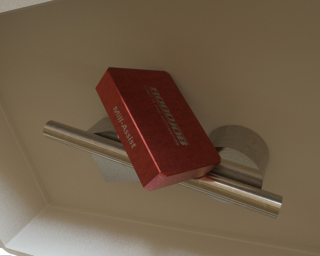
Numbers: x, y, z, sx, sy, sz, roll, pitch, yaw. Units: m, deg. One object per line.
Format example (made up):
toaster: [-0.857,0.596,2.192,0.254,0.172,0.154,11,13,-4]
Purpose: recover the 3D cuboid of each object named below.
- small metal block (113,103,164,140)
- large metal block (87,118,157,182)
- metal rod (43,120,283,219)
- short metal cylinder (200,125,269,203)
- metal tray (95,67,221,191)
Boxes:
small metal block: [-0.027,-0.016,0.366,0.050,0.025,0.050,-15,77,5]
large metal block: [-0.048,0.027,0.432,0.080,0.050,0.080,-8,115,31]
metal rod: [-0.012,0.043,0.372,0.301,0.025,0.025,17,125,18]
short metal cylinder: [0.085,0.044,0.372,0.080,0.050,0.079,13,124,20]
metal tray: [-0.002,-0.005,0.329,0.030,0.091,0.130,-47,61,38]
